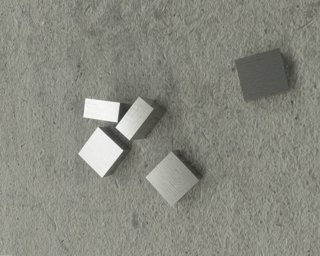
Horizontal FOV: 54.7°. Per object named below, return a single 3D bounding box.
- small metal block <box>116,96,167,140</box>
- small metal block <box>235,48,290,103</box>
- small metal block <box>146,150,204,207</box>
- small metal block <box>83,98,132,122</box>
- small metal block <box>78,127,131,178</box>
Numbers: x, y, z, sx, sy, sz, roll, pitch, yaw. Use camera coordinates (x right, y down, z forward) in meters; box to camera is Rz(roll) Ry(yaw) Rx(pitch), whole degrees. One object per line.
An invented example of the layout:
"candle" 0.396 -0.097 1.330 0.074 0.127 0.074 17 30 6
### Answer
"small metal block" -0.023 -0.012 0.404 0.025 0.050 0.050 41 103 15
"small metal block" 0.121 -0.061 0.366 0.050 0.025 0.050 -13 86 19
"small metal block" 0.019 0.064 0.402 0.050 0.025 0.050 47 104 14
"small metal block" -0.067 -0.023 0.419 0.050 0.050 0.025 9 93 20
"small metal block" -0.078 0.033 0.436 0.050 0.025 0.050 41 103 15
